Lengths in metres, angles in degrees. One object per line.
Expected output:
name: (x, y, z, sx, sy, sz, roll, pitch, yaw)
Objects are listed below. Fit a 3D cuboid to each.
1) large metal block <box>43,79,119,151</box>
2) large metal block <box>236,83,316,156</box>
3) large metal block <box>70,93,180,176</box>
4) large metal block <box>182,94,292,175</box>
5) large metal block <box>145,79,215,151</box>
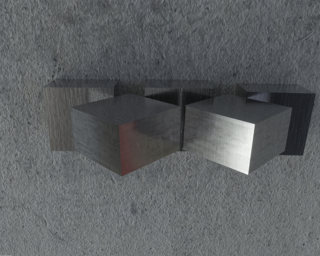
large metal block: (-0.094, -0.017, 0.390, 0.081, 0.050, 0.079, 0, 110, -1)
large metal block: (0.140, -0.012, 0.395, 0.081, 0.050, 0.079, 1, 110, -1)
large metal block: (-0.036, 0.001, 0.328, 0.081, 0.080, 0.050, -20, 118, -42)
large metal block: (0.082, 0.001, 0.332, 0.080, 0.081, 0.050, 19, 116, 40)
large metal block: (0.022, -0.017, 0.392, 0.081, 0.050, 0.079, 1, 110, -1)
